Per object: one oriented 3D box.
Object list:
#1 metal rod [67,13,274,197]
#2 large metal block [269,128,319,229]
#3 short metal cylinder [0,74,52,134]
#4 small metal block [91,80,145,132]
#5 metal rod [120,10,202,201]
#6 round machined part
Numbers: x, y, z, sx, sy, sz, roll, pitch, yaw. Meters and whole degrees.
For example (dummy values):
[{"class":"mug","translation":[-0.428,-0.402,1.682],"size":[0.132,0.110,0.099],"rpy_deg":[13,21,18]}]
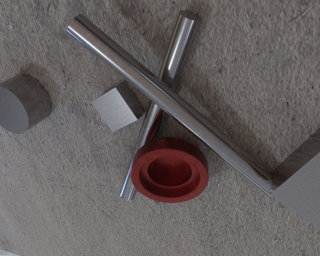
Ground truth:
[{"class":"metal rod","translation":[0.025,-0.019,0.353],"size":[0.301,0.025,0.025],"rpy_deg":[39,129,-10]},{"class":"large metal block","translation":[0.180,0.058,0.332],"size":[0.080,0.050,0.079],"rpy_deg":[35,129,5]},{"class":"short metal cylinder","translation":[-0.217,-0.037,0.479],"size":[0.080,0.050,0.079],"rpy_deg":[13,124,20]},{"class":"small metal block","translation":[-0.055,-0.028,0.417],"size":[0.050,0.025,0.050],"rpy_deg":[-24,106,36]},{"class":"metal rod","translation":[-0.010,-0.004,0.407],"size":[0.025,0.025,0.298],"rpy_deg":[28,128,10]},{"class":"round machined part","translation":[0.013,0.050,0.406],"size":[0.099,0.042,0.097],"rpy_deg":[2,127,3]}]
